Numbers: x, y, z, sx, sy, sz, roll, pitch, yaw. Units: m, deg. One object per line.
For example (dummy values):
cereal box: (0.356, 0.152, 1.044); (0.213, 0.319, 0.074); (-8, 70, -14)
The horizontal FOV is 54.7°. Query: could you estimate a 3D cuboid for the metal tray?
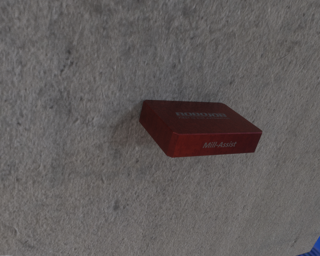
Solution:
metal tray: (0.051, -0.002, 0.392); (0.131, 0.090, 0.030); (-1, 119, -29)
